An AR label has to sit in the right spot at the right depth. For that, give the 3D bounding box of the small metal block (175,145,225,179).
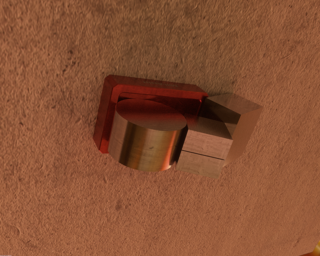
[{"bbox_3d":[0.045,0.031,0.368,0.050,0.050,0.025,13,113,-6],"label":"small metal block"}]

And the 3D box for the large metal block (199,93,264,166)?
[{"bbox_3d":[0.090,0.001,0.423,0.081,0.050,0.079,-16,130,-52],"label":"large metal block"}]

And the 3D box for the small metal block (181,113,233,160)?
[{"bbox_3d":[0.051,0.009,0.358,0.050,0.050,0.025,13,113,-6],"label":"small metal block"}]

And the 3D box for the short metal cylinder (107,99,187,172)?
[{"bbox_3d":[-0.015,0.006,0.351,0.081,0.080,0.050,1,118,-29],"label":"short metal cylinder"}]

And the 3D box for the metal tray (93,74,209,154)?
[{"bbox_3d":[-0.011,-0.014,0.391,0.131,0.030,0.089,2,118,-30],"label":"metal tray"}]
